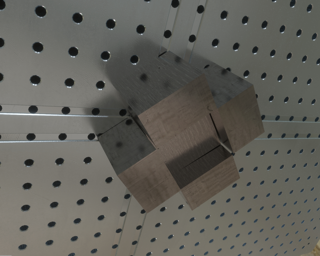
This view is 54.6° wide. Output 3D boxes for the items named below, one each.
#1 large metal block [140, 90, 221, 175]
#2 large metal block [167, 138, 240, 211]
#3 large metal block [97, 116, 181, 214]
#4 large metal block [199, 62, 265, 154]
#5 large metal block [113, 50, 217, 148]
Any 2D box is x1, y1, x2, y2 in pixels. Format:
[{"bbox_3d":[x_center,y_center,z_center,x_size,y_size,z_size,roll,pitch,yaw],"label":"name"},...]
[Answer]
[{"bbox_3d":[0.023,0.002,0.407,0.080,0.050,0.080,-32,127,-5],"label":"large metal block"},{"bbox_3d":[0.051,0.054,0.437,0.080,0.080,0.050,-32,129,-7],"label":"large metal block"},{"bbox_3d":[-0.027,0.045,0.388,0.050,0.080,0.080,-34,129,-6],"label":"large metal block"},{"bbox_3d":[0.083,-0.027,0.403,0.050,0.080,0.080,-34,129,-6],"label":"large metal block"},{"bbox_3d":[0.004,-0.036,0.355,0.080,0.080,0.050,-33,129,-6],"label":"large metal block"}]
